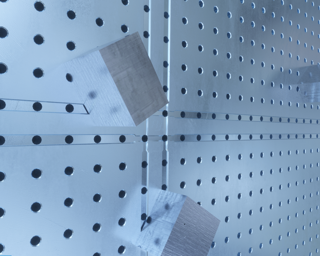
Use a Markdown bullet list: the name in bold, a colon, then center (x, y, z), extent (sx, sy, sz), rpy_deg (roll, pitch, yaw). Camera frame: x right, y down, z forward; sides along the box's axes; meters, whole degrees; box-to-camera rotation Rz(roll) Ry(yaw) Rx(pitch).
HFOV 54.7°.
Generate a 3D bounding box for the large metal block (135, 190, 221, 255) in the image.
- **large metal block**: center (0.026, 0.141, 0.418), extent (0.080, 0.050, 0.080), rpy_deg (42, 65, -32)

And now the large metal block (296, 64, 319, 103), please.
- **large metal block**: center (0.363, -0.101, 0.682), extent (0.080, 0.080, 0.050), rpy_deg (-46, 118, -31)

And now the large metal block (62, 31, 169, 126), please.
- **large metal block**: center (-0.049, -0.049, 0.334), extent (0.050, 0.080, 0.080), rpy_deg (-38, 114, -34)
